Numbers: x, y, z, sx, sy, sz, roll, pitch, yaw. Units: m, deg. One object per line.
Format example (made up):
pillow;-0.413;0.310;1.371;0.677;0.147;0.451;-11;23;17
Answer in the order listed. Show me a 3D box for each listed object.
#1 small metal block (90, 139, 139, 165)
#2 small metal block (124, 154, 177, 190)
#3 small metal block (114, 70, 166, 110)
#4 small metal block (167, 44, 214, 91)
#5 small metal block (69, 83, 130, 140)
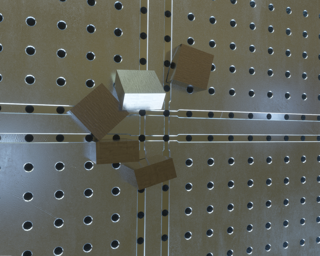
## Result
small metal block;-0.057;0.028;0.379;0.050;0.050;0.025;-2;91;-20
small metal block;-0.013;0.055;0.395;0.050;0.050;0.025;-16;96;-20
small metal block;-0.026;-0.048;0.388;0.050;0.050;0.025;-3;134;-21
small metal block;0.042;-0.082;0.429;0.050;0.025;0.050;15;85;-20
small metal block;-0.076;-0.019;0.385;0.050;0.025;0.050;-44;103;-14
